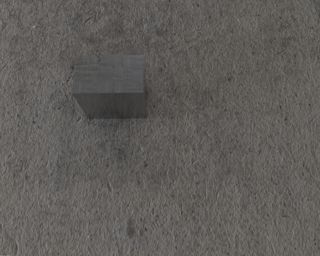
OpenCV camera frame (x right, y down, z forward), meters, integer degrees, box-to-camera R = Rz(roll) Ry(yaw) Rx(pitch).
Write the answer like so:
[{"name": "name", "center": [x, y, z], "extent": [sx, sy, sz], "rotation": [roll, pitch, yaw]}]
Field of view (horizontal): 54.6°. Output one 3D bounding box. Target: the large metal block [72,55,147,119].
[{"name": "large metal block", "center": [-0.059, -0.050, 0.397], "extent": [0.080, 0.080, 0.050], "rotation": [-1, 70, 0]}]
